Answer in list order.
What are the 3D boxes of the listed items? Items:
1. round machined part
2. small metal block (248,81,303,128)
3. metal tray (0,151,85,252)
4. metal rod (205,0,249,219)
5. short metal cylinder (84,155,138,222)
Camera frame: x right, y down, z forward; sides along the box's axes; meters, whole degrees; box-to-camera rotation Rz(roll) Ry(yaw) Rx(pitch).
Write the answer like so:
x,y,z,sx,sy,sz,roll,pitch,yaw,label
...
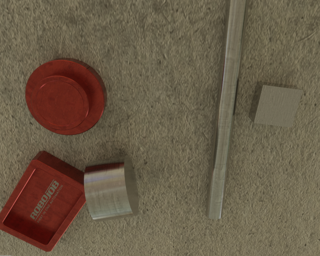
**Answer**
x,y,z,sx,sy,sz,roll,pitch,yaw,label
-0.119,-0.036,0.386,0.099,0.042,0.097,0,110,0,round machined part
0.148,-0.031,0.400,0.050,0.025,0.050,7,110,-3,small metal block
-0.164,0.107,0.444,0.090,0.030,0.129,32,107,-12,metal tray
0.085,-0.012,0.406,0.025,0.025,0.298,2,110,-1,metal rod
-0.062,0.079,0.409,0.050,0.080,0.079,-10,110,4,short metal cylinder
